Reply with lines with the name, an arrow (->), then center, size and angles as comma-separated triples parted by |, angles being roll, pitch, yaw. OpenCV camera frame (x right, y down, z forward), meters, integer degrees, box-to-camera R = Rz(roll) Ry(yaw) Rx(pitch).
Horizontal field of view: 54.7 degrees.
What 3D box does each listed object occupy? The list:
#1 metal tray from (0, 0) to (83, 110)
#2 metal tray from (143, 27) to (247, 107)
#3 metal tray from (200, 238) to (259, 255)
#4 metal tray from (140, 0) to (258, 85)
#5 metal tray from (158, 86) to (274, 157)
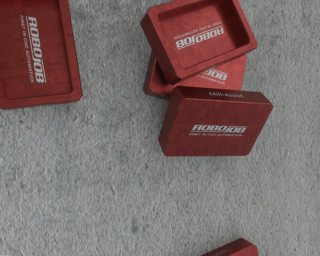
metal tray -> -0.144, -0.090, 0.352 | 0.091, 0.030, 0.129 | -9, 93, -20
metal tray -> 0.050, -0.075, 0.425 | 0.131, 0.030, 0.090 | 14, 85, -20
metal tray -> 0.083, 0.223, 0.437 | 0.131, 0.030, 0.089 | -15, 95, -20
metal tray -> 0.052, -0.119, 0.391 | 0.131, 0.030, 0.090 | -26, 92, -23
metal tray -> 0.071, -0.005, 0.407 | 0.131, 0.030, 0.089 | 2, 127, -20
